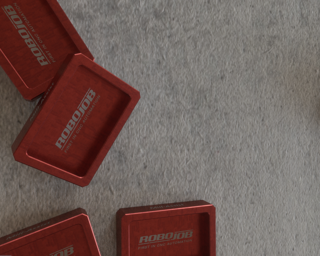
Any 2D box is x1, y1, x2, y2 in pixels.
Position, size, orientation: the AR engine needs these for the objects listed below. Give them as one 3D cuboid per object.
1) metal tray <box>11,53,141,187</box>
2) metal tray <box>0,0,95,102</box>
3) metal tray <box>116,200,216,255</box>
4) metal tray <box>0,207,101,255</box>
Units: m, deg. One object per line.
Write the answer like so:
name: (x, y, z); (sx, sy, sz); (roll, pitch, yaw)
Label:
metal tray: (-0.093, -0.008, 0.353); (0.090, 0.030, 0.130); (32, 87, -32)
metal tray: (-0.148, -0.106, 0.351); (0.090, 0.030, 0.130); (-36, 102, -17)
metal tray: (0.010, 0.149, 0.411); (0.131, 0.030, 0.089); (-1, 90, -21)
metal tray: (-0.137, 0.159, 0.356); (0.131, 0.030, 0.089); (-18, 96, -20)
